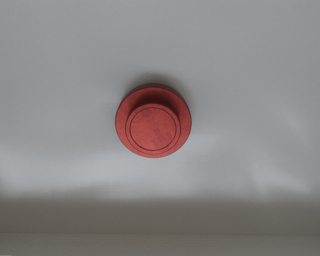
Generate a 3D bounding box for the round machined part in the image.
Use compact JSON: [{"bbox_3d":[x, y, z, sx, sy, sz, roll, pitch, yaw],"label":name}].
[{"bbox_3d":[-0.008,-0.005,0.397,0.099,0.042,0.097,0,110,0],"label":"round machined part"}]
